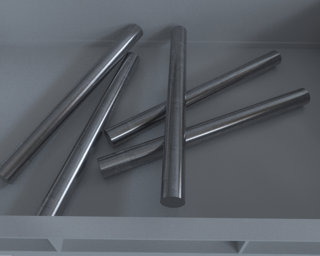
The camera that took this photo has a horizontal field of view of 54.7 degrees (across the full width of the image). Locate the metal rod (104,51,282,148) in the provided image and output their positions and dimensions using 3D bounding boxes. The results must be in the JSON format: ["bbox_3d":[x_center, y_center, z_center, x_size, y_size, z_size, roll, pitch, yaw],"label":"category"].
[{"bbox_3d":[0.061,-0.050,0.446,0.302,0.025,0.025,-27,55,-21],"label":"metal rod"}]

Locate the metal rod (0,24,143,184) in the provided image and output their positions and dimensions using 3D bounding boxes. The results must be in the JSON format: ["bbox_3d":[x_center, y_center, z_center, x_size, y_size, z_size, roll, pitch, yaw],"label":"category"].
[{"bbox_3d":[-0.110,-0.051,0.431,0.025,0.025,0.301,23,58,18],"label":"metal rod"}]

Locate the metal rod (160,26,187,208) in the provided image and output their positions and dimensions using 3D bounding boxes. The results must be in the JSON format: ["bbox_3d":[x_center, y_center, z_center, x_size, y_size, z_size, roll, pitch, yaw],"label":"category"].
[{"bbox_3d":[0.022,-0.040,0.404,0.025,0.025,0.300,3,50,2],"label":"metal rod"}]

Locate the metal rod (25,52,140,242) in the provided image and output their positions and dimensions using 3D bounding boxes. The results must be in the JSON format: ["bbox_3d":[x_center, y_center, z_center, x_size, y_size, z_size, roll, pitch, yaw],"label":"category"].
[{"bbox_3d":[-0.084,-0.001,0.405,0.025,0.025,0.300,12,51,10],"label":"metal rod"}]

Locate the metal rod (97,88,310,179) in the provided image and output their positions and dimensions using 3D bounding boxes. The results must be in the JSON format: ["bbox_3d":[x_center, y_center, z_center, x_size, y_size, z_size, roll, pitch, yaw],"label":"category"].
[{"bbox_3d":[0.068,0.001,0.404,0.302,0.025,0.025,-19,53,-15],"label":"metal rod"}]
